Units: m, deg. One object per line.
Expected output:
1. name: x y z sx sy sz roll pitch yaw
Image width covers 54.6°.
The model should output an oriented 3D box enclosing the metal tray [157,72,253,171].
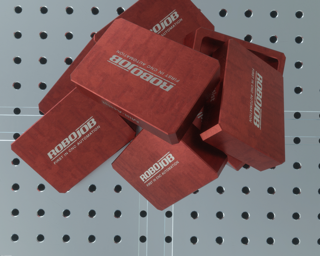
1. metal tray: 0.050 -0.008 0.382 0.130 0.090 0.030 44 91 1

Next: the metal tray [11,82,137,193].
1. metal tray: -0.105 0.011 0.388 0.130 0.030 0.090 -38 106 11

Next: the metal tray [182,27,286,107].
1. metal tray: 0.090 -0.063 0.389 0.131 0.030 0.090 10 90 -20

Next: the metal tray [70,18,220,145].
1. metal tray: -0.015 -0.052 0.323 0.130 0.030 0.090 29 75 19

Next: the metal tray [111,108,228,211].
1. metal tray: 0.005 0.041 0.367 0.090 0.129 0.030 43 48 -1

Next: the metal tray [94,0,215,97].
1. metal tray: -0.006 -0.114 0.392 0.130 0.030 0.090 -43 92 -14

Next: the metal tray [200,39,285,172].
1. metal tray: 0.097 -0.028 0.348 0.090 0.030 0.130 28 54 -20

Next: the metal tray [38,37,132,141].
1. metal tray: -0.082 -0.049 0.410 0.090 0.030 0.130 39 90 0
